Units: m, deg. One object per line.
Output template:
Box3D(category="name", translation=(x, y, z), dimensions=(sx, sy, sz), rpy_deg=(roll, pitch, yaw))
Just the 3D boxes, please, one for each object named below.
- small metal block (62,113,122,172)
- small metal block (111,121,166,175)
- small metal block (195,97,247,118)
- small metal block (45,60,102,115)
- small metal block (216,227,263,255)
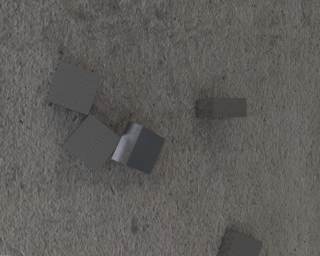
Box3D(category="small metal block", translation=(-0.083, 0.018, 0.378), dimensions=(0.050, 0.025, 0.050), rpy_deg=(40, 77, -16))
Box3D(category="small metal block", translation=(-0.026, 0.026, 0.387), dimensions=(0.050, 0.025, 0.050), rpy_deg=(33, 77, -51))
Box3D(category="small metal block", translation=(0.083, -0.027, 0.426), dimensions=(0.050, 0.050, 0.025), rpy_deg=(0, 90, -20))
Box3D(category="small metal block", translation=(-0.103, -0.047, 0.371), dimensions=(0.050, 0.025, 0.050), rpy_deg=(20, 83, -19))
Box3D(category="small metal block", translation=(0.115, 0.180, 0.452), dimensions=(0.050, 0.025, 0.050), rpy_deg=(24, 82, -19))
